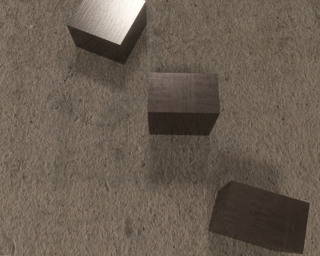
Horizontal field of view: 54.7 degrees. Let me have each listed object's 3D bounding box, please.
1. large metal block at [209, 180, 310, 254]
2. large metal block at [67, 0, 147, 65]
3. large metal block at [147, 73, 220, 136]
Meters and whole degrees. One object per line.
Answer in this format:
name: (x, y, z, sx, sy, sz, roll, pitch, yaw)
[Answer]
large metal block: (0.105, 0.100, 0.344, 0.080, 0.080, 0.050, 16, 71, 5)
large metal block: (-0.073, -0.150, 0.449, 0.080, 0.050, 0.080, 22, 71, 7)
large metal block: (0.027, -0.027, 0.389, 0.081, 0.080, 0.050, 1, 70, 0)
